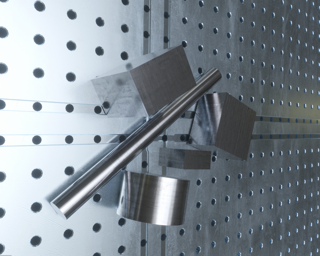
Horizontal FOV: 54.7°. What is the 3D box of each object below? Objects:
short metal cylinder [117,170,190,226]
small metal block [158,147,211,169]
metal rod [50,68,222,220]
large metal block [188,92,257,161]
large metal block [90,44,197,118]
[{"bbox_3d":[-0.007,0.081,0.368,0.081,0.080,0.050,15,81,-39],"label":"short metal cylinder"},{"bbox_3d":[0.034,0.042,0.424,0.050,0.050,0.025,7,86,-40],"label":"small metal block"},{"bbox_3d":[-0.010,0.002,0.402,0.302,0.025,0.025,-42,116,-32],"label":"metal rod"},{"bbox_3d":[0.097,0.000,0.473,0.080,0.050,0.080,25,75,-38],"label":"large metal block"},{"bbox_3d":[-0.019,-0.053,0.360,0.081,0.080,0.050,-35,112,-35],"label":"large metal block"}]
